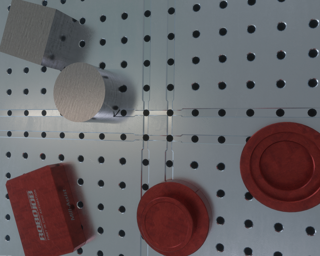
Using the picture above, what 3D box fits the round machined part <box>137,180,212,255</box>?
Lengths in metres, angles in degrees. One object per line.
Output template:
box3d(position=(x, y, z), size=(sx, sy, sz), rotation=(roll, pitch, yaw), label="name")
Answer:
box3d(position=(0.015, 0.118, 0.398), size=(0.098, 0.042, 0.097), rotation=(0, 90, 20), label="round machined part")

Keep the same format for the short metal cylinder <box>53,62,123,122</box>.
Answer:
box3d(position=(-0.100, -0.048, 0.434), size=(0.080, 0.050, 0.079), rotation=(0, 90, 20), label="short metal cylinder")

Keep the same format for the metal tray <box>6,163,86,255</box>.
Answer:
box3d(position=(-0.175, 0.129, 0.472), size=(0.090, 0.030, 0.129), rotation=(-21, 83, 18), label="metal tray")

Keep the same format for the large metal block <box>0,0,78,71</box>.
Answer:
box3d(position=(-0.181, -0.138, 0.463), size=(0.080, 0.050, 0.080), rotation=(20, 97, 18), label="large metal block")

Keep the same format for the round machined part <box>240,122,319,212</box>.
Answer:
box3d(position=(0.144, 0.042, 0.353), size=(0.098, 0.042, 0.097), rotation=(0, 90, 20), label="round machined part")
